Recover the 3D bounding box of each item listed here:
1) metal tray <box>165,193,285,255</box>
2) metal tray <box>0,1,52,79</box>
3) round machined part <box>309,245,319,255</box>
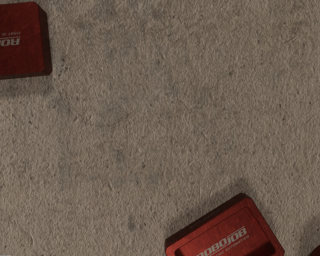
[{"bbox_3d":[0.083,0.158,0.408,0.130,0.030,0.090,-32,90,-1],"label":"metal tray"},{"bbox_3d":[-0.215,-0.110,0.405,0.131,0.030,0.089,-6,90,-1],"label":"metal tray"},{"bbox_3d":[0.236,0.192,0.405,0.099,0.042,0.097,0,90,-1],"label":"round machined part"}]
